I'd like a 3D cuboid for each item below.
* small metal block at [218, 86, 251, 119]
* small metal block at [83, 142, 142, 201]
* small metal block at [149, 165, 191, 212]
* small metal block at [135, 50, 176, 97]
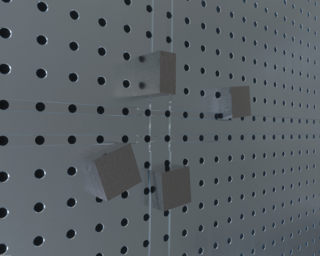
[{"bbox_3d":[0.123,-0.043,0.511,0.050,0.025,0.050,-8,96,-40],"label":"small metal block"},{"bbox_3d":[-0.054,0.049,0.363,0.050,0.025,0.050,-25,106,-37],"label":"small metal block"},{"bbox_3d":[0.015,0.080,0.421,0.050,0.025,0.050,-6,94,-40],"label":"small metal block"},{"bbox_3d":[-0.006,-0.065,0.386,0.025,0.050,0.050,0,90,-40],"label":"small metal block"}]
